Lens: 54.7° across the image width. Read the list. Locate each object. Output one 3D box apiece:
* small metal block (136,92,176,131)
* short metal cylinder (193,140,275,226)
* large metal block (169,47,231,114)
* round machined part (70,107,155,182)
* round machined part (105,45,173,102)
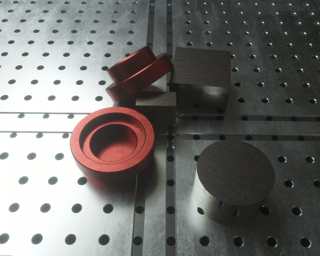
[{"bbox_3d":[-0.005,-0.021,0.409,0.050,0.050,0.025,1,50,0],"label":"small metal block"},{"bbox_3d":[0.079,0.060,0.342,0.080,0.050,0.080,0,50,0],"label":"short metal cylinder"},{"bbox_3d":[0.058,-0.070,0.451,0.080,0.050,0.080,6,50,5],"label":"large metal block"},{"bbox_3d":[-0.055,0.024,0.376,0.099,0.042,0.098,0,50,0],"label":"round machined part"},{"bbox_3d":[-0.034,-0.079,0.427,0.098,0.042,0.098,-29,16,9],"label":"round machined part"}]
